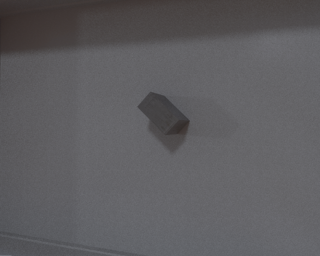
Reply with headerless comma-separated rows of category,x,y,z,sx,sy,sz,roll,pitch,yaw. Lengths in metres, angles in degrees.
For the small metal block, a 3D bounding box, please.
small metal block,0.006,-0.018,0.396,0.050,0.050,0.025,45,104,14
